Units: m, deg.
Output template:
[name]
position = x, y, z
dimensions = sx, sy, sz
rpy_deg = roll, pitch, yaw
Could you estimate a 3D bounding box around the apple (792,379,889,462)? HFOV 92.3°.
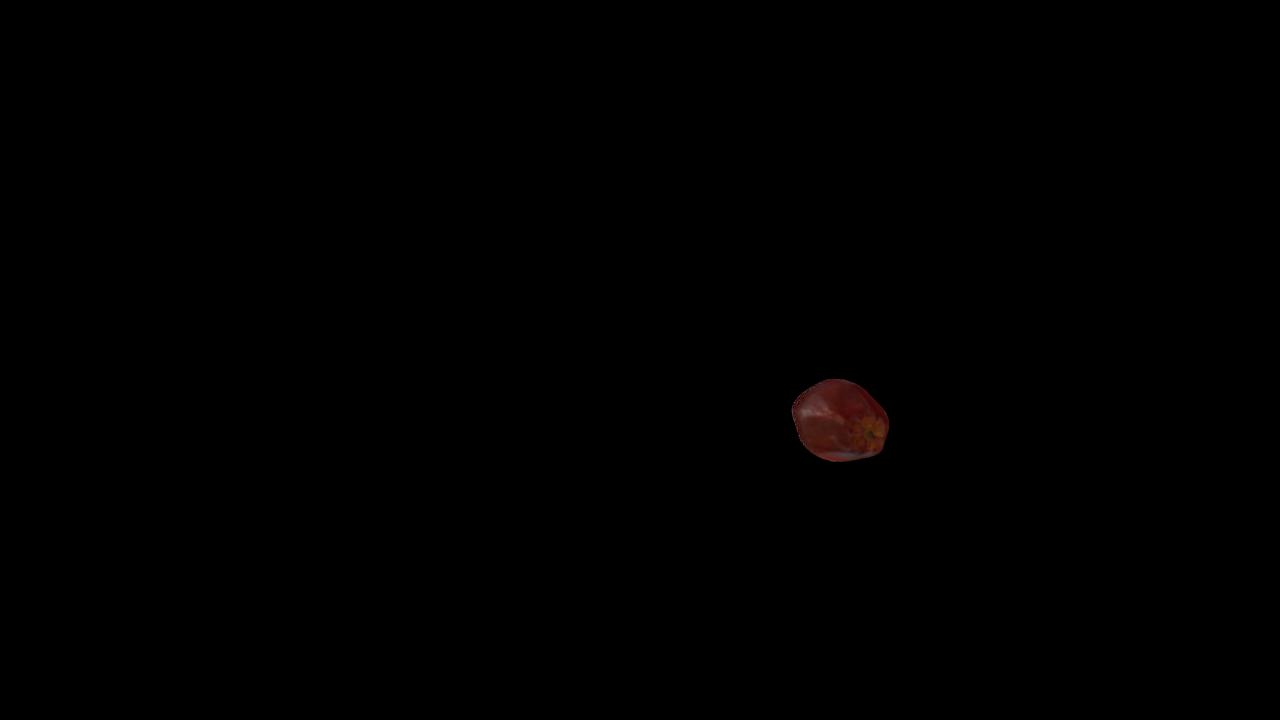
[apple]
position = 0.189, 0.058, 0.580
dimensions = 0.079, 0.079, 0.093
rpy_deg = 0, 5, -18
